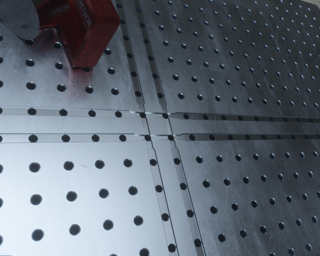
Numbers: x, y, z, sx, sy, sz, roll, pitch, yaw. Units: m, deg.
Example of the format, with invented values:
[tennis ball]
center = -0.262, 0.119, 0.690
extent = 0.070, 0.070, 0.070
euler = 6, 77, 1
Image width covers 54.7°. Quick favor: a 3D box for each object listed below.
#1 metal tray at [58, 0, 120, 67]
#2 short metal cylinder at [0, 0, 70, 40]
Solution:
[metal tray]
center = -0.105, -0.156, 0.403
extent = 0.030, 0.090, 0.130
euler = -10, 67, -40
[short metal cylinder]
center = -0.160, -0.157, 0.382
extent = 0.080, 0.080, 0.050
euler = 41, 51, 0
